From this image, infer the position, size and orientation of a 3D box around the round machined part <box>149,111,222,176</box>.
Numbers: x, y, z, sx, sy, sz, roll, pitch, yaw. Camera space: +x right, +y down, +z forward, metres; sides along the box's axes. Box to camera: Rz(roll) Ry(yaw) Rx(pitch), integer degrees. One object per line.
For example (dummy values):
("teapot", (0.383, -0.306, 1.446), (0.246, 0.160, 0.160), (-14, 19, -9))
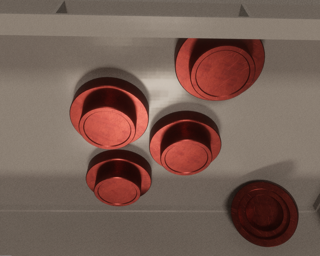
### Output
("round machined part", (0.035, 0.027, 0.422), (0.099, 0.042, 0.097), (-1, 130, 0))

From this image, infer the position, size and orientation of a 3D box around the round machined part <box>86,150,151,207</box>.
("round machined part", (-0.062, 0.081, 0.466), (0.099, 0.042, 0.097), (-1, 130, 0))

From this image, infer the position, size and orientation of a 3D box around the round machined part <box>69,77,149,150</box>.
("round machined part", (-0.063, -0.011, 0.388), (0.099, 0.042, 0.097), (-1, 130, 0))

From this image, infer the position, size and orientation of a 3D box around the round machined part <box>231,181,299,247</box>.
("round machined part", (0.166, 0.132, 0.490), (0.098, 0.098, 0.042), (-29, 164, 21))

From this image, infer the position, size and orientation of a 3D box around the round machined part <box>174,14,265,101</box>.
("round machined part", (0.066, -0.069, 0.340), (0.099, 0.042, 0.097), (-1, 130, 0))
